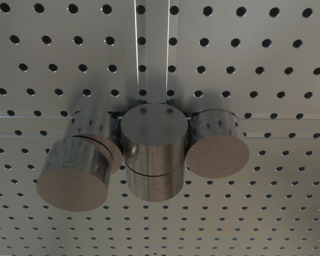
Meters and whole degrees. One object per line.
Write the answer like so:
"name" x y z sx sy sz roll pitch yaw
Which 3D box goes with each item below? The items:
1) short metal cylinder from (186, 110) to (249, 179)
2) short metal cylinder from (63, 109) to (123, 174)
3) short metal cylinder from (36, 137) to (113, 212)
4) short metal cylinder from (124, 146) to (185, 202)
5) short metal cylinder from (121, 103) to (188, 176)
"short metal cylinder" 0.073 0.022 0.414 0.081 0.050 0.079 0 130 0
"short metal cylinder" -0.088 0.021 0.412 0.081 0.050 0.079 0 130 0
"short metal cylinder" -0.101 0.057 0.375 0.081 0.050 0.079 0 130 0
"short metal cylinder" -0.006 0.052 0.419 0.080 0.080 0.050 -1 130 0
"short metal cylinder" -0.007 0.013 0.387 0.081 0.080 0.050 1 131 -1
